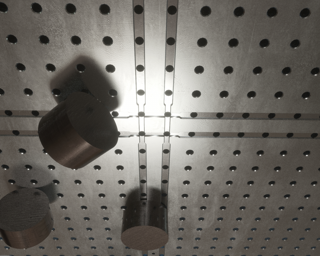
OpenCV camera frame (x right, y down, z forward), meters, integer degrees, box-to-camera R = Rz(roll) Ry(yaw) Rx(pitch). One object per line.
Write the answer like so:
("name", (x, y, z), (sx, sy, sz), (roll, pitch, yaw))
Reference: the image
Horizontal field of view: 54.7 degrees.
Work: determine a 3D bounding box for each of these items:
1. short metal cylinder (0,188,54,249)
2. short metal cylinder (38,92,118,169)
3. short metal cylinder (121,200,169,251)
("short metal cylinder", (-0.215, 0.143, 0.494), (0.081, 0.080, 0.050), (3, 130, -3))
("short metal cylinder", (-0.097, 0.003, 0.377), (0.050, 0.080, 0.080), (-33, 123, 24))
("short metal cylinder", (-0.026, 0.170, 0.540), (0.081, 0.050, 0.079), (0, 130, 0))
